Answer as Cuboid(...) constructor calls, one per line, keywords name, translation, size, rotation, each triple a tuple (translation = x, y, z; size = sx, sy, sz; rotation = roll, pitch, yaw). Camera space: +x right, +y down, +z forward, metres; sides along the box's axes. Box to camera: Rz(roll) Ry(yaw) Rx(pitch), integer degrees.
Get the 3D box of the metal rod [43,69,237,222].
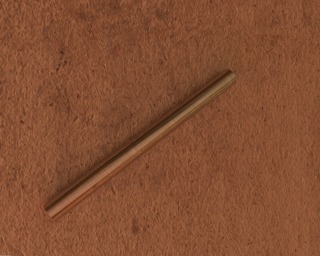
Cuboid(name="metal rod", translation=(-0.014, 0.013, 0.405), size=(0.301, 0.025, 0.025), rotation=(-37, 102, -16))
